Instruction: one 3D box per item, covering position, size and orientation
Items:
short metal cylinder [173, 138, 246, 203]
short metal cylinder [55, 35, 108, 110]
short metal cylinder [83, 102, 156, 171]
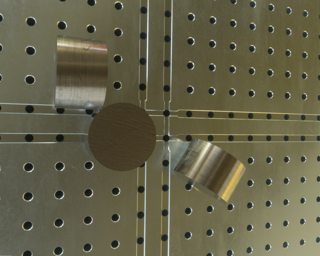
[{"bbox_3d":[0.065,0.056,0.409,0.080,0.080,0.050,36,79,-17],"label":"short metal cylinder"},{"bbox_3d":[-0.092,-0.061,0.350,0.050,0.080,0.079,2,90,-20],"label":"short metal cylinder"},{"bbox_3d":[-0.051,0.010,0.381,0.081,0.050,0.079,0,90,-20],"label":"short metal cylinder"}]
